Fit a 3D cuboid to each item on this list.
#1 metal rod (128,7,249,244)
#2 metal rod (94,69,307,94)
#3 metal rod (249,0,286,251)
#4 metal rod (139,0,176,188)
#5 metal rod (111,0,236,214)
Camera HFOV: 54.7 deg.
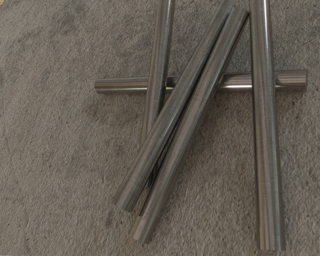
[{"bbox_3d":[0.039,-0.011,0.367,0.025,0.025,0.299,18,78,35],"label":"metal rod"},{"bbox_3d":[0.035,-0.060,0.422,0.300,0.025,0.025,3,63,29],"label":"metal rod"},{"bbox_3d":[0.113,-0.028,0.335,0.025,0.025,0.299,-6,67,25],"label":"metal rod"},{"bbox_3d":[-0.002,-0.070,0.415,0.025,0.025,0.299,-3,70,27],"label":"metal rod"},{"bbox_3d":[0.025,-0.039,0.380,0.025,0.025,0.300,16,69,34],"label":"metal rod"}]
